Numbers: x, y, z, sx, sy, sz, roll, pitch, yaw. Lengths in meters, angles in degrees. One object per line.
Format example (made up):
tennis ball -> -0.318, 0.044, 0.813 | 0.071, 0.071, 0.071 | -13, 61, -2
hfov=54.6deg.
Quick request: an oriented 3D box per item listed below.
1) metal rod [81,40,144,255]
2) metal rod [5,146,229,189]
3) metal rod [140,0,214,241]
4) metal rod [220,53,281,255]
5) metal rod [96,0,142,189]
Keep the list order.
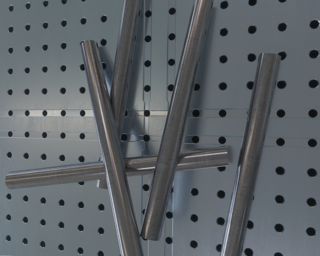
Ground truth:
metal rod -> -0.066, 0.015, 0.396 | 0.025, 0.025, 0.299 | -23, 68, 18
metal rod -> -0.063, 0.054, 0.410 | 0.301, 0.025, 0.025 | -8, 87, 10
metal rod -> 0.022, -0.017, 0.378 | 0.025, 0.025, 0.299 | 11, 83, 20
metal rod -> 0.104, 0.061, 0.375 | 0.025, 0.025, 0.298 | 11, 94, 19
metal rod -> -0.055, -0.064, 0.432 | 0.025, 0.025, 0.298 | 10, 93, 20
